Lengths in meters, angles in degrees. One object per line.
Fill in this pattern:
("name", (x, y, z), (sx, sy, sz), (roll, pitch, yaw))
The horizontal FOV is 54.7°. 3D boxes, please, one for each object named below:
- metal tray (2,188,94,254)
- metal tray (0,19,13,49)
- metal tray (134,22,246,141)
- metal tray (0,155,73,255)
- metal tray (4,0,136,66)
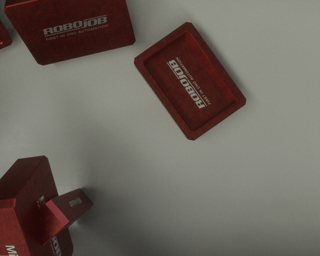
("metal tray", (-0.131, 0.115, 0.353), (0.090, 0.130, 0.030), (-41, 86, -5))
("metal tray", (-0.238, -0.127, 0.347), (0.090, 0.130, 0.030), (-29, 71, -13))
("metal tray", (0.038, -0.060, 0.408), (0.090, 0.030, 0.130), (-35, 90, 0))
("metal tray", (-0.125, 0.104, 0.311), (0.030, 0.090, 0.129), (-8, 111, 0))
("metal tray", (-0.103, -0.131, 0.377), (0.131, 0.090, 0.030), (-13, 56, 0))
